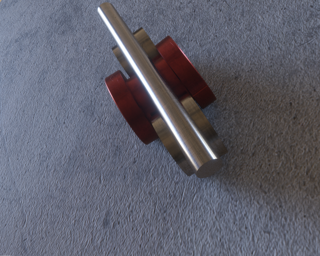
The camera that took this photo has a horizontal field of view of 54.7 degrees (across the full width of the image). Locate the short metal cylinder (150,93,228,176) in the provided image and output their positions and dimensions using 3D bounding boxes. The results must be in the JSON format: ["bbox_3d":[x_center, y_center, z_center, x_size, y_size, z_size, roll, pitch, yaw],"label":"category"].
[{"bbox_3d":[0.032,0.007,0.347,0.050,0.080,0.080,-34,52,6],"label":"short metal cylinder"}]

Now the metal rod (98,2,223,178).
[{"bbox_3d":[-0.018,-0.067,0.353,0.025,0.025,0.300,-34,52,5],"label":"metal rod"}]

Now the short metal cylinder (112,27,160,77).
[{"bbox_3d":[-0.024,-0.094,0.438,0.050,0.080,0.080,-34,52,6],"label":"short metal cylinder"}]

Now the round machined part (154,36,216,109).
[{"bbox_3d":[0.024,-0.062,0.383,0.042,0.098,0.098,-37,51,9],"label":"round machined part"}]

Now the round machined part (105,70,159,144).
[{"bbox_3d":[-0.024,-0.031,0.387,0.042,0.098,0.098,-32,52,3],"label":"round machined part"}]
